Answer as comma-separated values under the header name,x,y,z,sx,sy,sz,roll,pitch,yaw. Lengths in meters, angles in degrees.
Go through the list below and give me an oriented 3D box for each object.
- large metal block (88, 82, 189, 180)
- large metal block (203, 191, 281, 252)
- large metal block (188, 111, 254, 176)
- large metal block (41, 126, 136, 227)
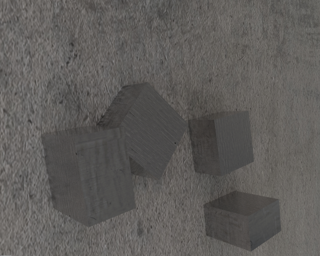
name,x,y,z,sx,sy,sz,roll,pitch,yaw
large metal block,-0.023,0.004,0.369,0.080,0.050,0.080,44,64,-31
large metal block,0.126,0.138,0.475,0.081,0.080,0.050,-10,97,-40
large metal block,0.093,0.020,0.466,0.081,0.050,0.079,-14,99,-39
large metal block,-0.073,0.042,0.308,0.050,0.080,0.079,-12,98,-39
